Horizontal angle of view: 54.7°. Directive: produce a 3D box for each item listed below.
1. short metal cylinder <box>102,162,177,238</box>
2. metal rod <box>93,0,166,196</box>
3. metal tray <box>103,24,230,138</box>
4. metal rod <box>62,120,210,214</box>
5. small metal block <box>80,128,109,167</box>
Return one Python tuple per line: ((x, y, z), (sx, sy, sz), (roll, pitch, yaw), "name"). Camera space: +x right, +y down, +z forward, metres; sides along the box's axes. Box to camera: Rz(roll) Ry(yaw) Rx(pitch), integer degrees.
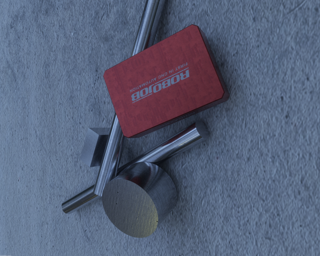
((-0.025, 0.089, 0.392), (0.080, 0.050, 0.079), (11, 113, 26), "short metal cylinder")
((-0.039, -0.051, 0.417), (0.025, 0.025, 0.298), (21, 98, 38), "metal rod")
((0.004, -0.051, 0.368), (0.130, 0.030, 0.090), (-23, 81, 20), "metal tray")
((-0.054, 0.069, 0.446), (0.299, 0.025, 0.025), (-33, 70, 34), "metal rod")
((-0.084, 0.027, 0.455), (0.025, 0.050, 0.050), (29, 108, 36), "small metal block")
